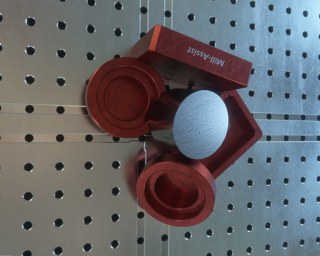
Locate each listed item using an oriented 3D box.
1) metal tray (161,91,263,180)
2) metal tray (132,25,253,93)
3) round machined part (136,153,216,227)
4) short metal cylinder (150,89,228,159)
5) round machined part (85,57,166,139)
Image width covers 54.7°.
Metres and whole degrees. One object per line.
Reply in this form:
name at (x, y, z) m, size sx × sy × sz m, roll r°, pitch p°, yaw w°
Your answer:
metal tray at (0.073, 0.013, 0.438) m, size 0.131 × 0.030 × 0.090 m, roll -38°, pitch 103°, yaw -16°
metal tray at (0.037, -0.081, 0.392) m, size 0.131 × 0.090 × 0.030 m, roll 16°, pitch 85°, yaw -20°
round machined part at (0.023, 0.074, 0.395) m, size 0.098 × 0.042 × 0.097 m, roll 7°, pitch 117°, yaw 14°
short metal cylinder at (0.035, -0.007, 0.374) m, size 0.081 × 0.050 × 0.079 m, roll -7°, pitch 102°, yaw -31°
round machined part at (-0.044, -0.036, 0.388) m, size 0.099 × 0.042 × 0.097 m, roll 0°, pitch 90°, yaw -21°
